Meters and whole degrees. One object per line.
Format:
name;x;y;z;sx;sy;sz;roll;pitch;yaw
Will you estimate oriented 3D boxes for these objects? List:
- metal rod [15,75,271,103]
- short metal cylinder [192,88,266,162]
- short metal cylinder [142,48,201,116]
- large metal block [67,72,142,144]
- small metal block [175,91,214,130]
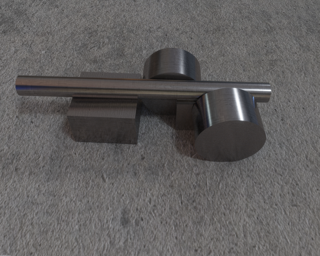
metal rod;-0.019;-0.048;0.378;0.302;0.025;0.025;2;50;-1
short metal cylinder;0.080;-0.002;0.371;0.081;0.080;0.050;0;50;-1
short metal cylinder;0.016;-0.061;0.421;0.081;0.080;0.050;2;50;1
large metal block;-0.067;-0.027;0.407;0.081;0.050;0.080;3;50;1
small metal block;0.046;-0.022;0.406;0.050;0.050;0.025;1;50;0
